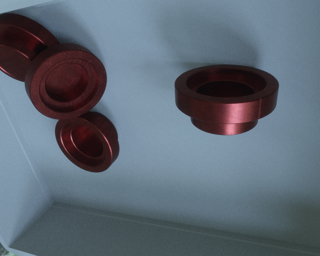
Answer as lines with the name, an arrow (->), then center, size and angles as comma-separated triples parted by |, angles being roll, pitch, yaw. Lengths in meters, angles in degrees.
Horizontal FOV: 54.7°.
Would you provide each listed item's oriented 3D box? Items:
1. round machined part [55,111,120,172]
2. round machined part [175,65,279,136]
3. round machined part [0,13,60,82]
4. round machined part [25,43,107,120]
round machined part -> -0.102, 0.015, 0.460 | 0.098, 0.042, 0.097 | 14, 126, 20
round machined part -> 0.065, -0.027, 0.310 | 0.098, 0.098, 0.042 | 10, 123, 23
round machined part -> -0.182, -0.097, 0.409 | 0.098, 0.042, 0.098 | 12, 149, 8
round machined part -> -0.122, -0.062, 0.397 | 0.042, 0.099, 0.097 | 45, 137, 38
